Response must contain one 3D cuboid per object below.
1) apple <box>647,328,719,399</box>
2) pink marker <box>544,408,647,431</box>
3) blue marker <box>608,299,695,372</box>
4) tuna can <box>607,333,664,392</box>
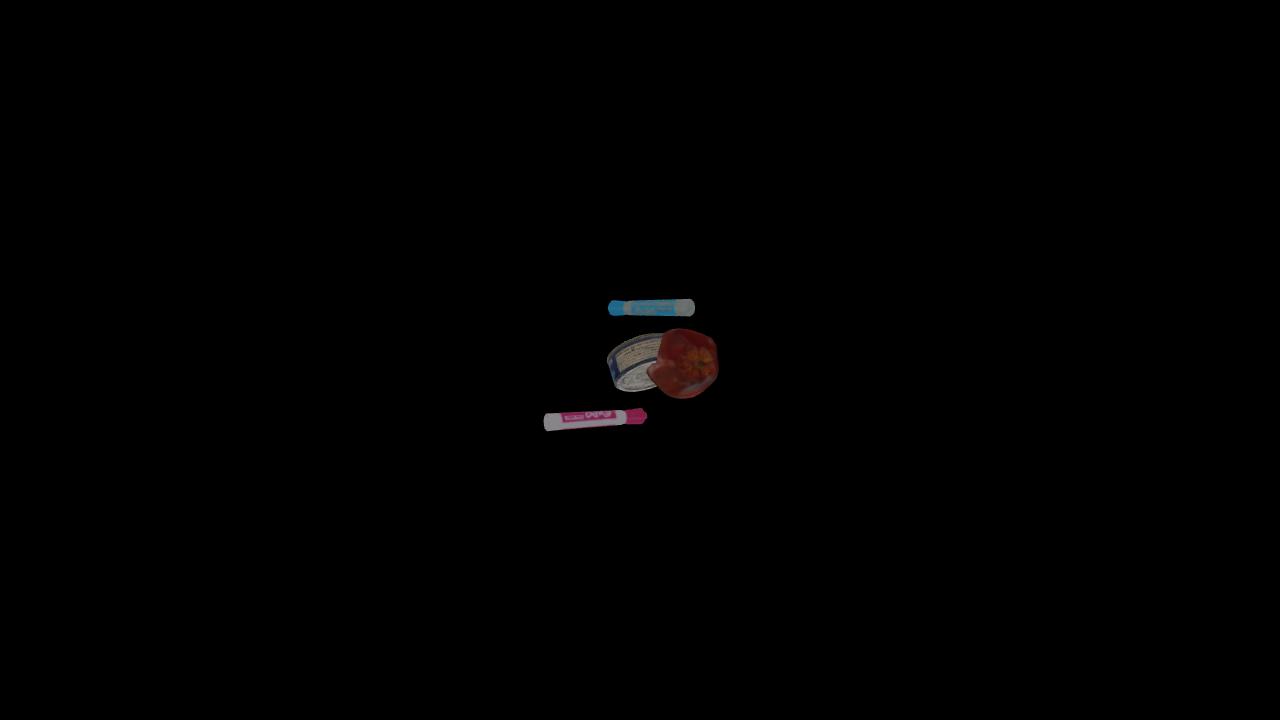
[{"bbox_3d":[0.049,0.003,0.674,0.079,0.079,0.093,0,-4,-17],"label":"apple"},{"bbox_3d":[-0.046,0.065,0.682,0.121,0.020,0.020,-1,0,-28],"label":"pink marker"},{"bbox_3d":[0.009,-0.059,0.700,0.121,0.020,0.020,4,2,42],"label":"blue marker"},{"bbox_3d":[0.007,0.004,0.693,0.084,0.034,0.084,-15,-22,-6],"label":"tuna can"}]
